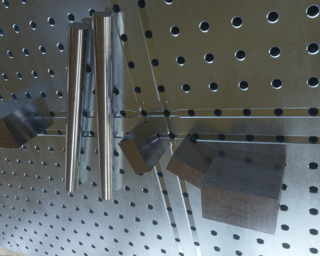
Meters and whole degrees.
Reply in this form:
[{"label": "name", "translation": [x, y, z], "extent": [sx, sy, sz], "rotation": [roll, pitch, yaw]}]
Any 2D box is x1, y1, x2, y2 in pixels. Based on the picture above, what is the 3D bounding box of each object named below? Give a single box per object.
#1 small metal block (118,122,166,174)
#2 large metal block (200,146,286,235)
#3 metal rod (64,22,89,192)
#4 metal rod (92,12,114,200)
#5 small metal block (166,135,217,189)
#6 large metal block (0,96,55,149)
[{"label": "small metal block", "translation": [-0.023, 0.027, 0.424], "extent": [0.025, 0.050, 0.050], "rotation": [-16, 110, 35]}, {"label": "large metal block", "translation": [0.100, 0.069, 0.366], "extent": [0.080, 0.080, 0.050], "rotation": [7, 122, 24]}, {"label": "metal rod", "translation": [-0.131, -0.011, 0.473], "extent": [0.025, 0.025, 0.298], "rotation": [24, 127, 13]}, {"label": "metal rod", "translation": [-0.079, -0.010, 0.446], "extent": [0.025, 0.025, 0.298], "rotation": [18, 126, 18]}, {"label": "small metal block", "translation": [0.043, 0.043, 0.399], "extent": [0.050, 0.050, 0.025], "rotation": [29, 129, 10]}, {"label": "large metal block", "translation": [-0.233, -0.011, 0.492], "extent": [0.080, 0.080, 0.050], "rotation": [0, 119, 28]}]
